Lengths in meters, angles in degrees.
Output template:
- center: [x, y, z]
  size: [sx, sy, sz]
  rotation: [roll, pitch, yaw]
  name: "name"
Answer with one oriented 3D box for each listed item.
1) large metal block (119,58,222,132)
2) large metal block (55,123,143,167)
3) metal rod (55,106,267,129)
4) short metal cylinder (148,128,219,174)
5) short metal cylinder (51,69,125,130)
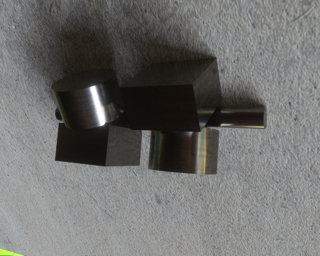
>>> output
- center: [0.016, -0.038, 0.340]
  size: [0.080, 0.080, 0.050]
  rotation: [2, 119, 27]
  name: "large metal block"
- center: [-0.081, 0.023, 0.422]
  size: [0.080, 0.080, 0.050]
  rotation: [2, 86, 26]
  name: "large metal block"
- center: [-0.018, -0.017, 0.409]
  size: [0.300, 0.025, 0.025]
  rotation: [2, 120, 27]
  name: "metal rod"
- center: [0.028, 0.026, 0.366]
  size: [0.080, 0.080, 0.050]
  rotation: [2, 85, 27]
  name: "short metal cylinder"
- center: [-0.090, -0.039, 0.396]
  size: [0.080, 0.080, 0.050]
  rotation: [4, 120, 26]
  name: "short metal cylinder"
